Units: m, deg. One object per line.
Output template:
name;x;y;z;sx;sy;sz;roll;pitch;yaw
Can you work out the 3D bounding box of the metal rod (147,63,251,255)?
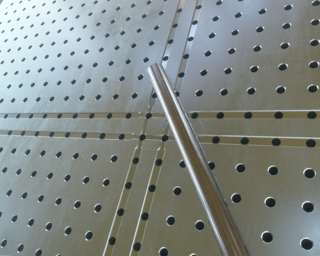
metal rod;0.036;0.024;0.373;0.025;0.025;0.299;-28;52;10
